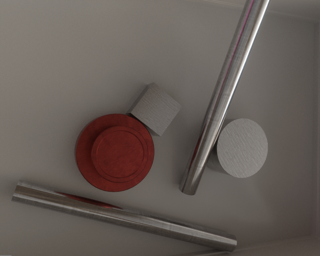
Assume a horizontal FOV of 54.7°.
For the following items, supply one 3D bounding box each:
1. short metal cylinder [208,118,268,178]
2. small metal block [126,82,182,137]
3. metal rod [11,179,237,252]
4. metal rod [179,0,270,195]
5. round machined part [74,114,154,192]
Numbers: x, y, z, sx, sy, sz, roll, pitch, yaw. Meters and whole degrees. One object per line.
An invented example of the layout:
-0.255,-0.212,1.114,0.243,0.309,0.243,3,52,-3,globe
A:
0.103,0.027,0.437,0.081,0.050,0.079,0,90,-21,short metal cylinder
-0.008,-0.024,0.409,0.050,0.025,0.050,39,77,-16,small metal block
-0.030,0.119,0.400,0.302,0.025,0.025,20,83,-19,metal rod
0.080,-0.048,0.378,0.025,0.025,0.298,10,111,-20,metal rod
-0.053,0.031,0.383,0.099,0.042,0.097,0,90,-21,round machined part
